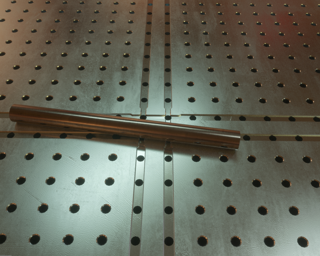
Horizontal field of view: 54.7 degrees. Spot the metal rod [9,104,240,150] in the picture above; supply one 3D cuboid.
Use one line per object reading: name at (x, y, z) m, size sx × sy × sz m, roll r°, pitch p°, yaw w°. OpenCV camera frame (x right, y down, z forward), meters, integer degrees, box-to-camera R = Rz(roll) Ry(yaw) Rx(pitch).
metal rod at (-0.049, -0.002, 0.408) m, size 0.302 × 0.025 × 0.025 m, roll 7°, pitch 50°, yaw 5°
